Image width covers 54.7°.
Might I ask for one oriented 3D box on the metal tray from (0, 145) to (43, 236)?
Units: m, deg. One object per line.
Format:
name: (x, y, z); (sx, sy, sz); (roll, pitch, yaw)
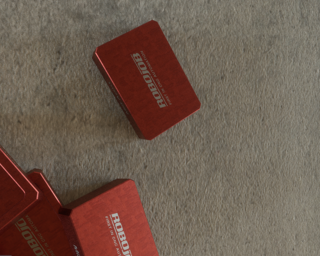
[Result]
metal tray: (-0.196, 0.052, 0.310); (0.090, 0.030, 0.130); (-41, 85, -19)

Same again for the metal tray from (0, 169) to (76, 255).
metal tray: (-0.145, 0.123, 0.353); (0.091, 0.030, 0.130); (-32, 101, -18)

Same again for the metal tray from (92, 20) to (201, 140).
metal tray: (-0.016, -0.060, 0.401); (0.090, 0.030, 0.130); (-33, 101, -17)

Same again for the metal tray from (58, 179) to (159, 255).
metal tray: (-0.055, 0.137, 0.370); (0.091, 0.030, 0.129); (-23, 99, -41)
